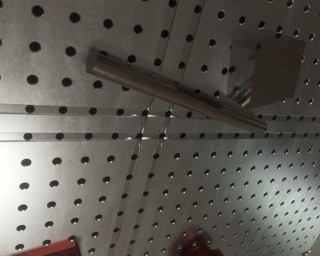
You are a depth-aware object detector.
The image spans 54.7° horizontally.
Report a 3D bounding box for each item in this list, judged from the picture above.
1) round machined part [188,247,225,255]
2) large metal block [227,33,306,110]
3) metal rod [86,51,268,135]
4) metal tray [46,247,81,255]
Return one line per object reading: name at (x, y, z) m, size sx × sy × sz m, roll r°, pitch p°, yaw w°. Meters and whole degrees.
round machined part at (0.086, 0.279, 0.623) m, size 0.099 × 0.042 × 0.097 m, roll -14°, pitch 125°, yaw -21°
large metal block at (0.143, -0.079, 0.427) m, size 0.081 × 0.050 × 0.079 m, roll -16°, pitch 125°, yaw -20°
metal rod at (0.046, -0.035, 0.416) m, size 0.302 × 0.025 × 0.025 m, roll 16°, pitch 110°, yaw -35°
metal tray at (-0.180, 0.234, 0.455) m, size 0.131 × 0.030 × 0.089 m, roll -8°, pitch 122°, yaw -25°
